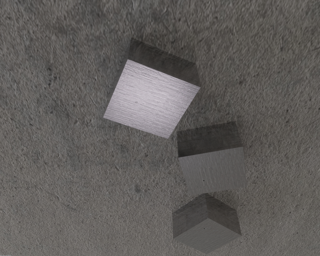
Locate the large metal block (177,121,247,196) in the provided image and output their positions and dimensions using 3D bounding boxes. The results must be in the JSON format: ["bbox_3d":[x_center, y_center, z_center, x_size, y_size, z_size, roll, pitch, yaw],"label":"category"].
[{"bbox_3d":[0.072,0.043,0.428,0.080,0.050,0.080,-11,130,9],"label":"large metal block"}]

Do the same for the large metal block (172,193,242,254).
[{"bbox_3d":[0.079,0.165,0.532,0.080,0.050,0.080,33,123,-25],"label":"large metal block"}]

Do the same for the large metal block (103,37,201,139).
[{"bbox_3d":[-0.011,-0.043,0.354,0.080,0.050,0.079,19,128,-16],"label":"large metal block"}]
